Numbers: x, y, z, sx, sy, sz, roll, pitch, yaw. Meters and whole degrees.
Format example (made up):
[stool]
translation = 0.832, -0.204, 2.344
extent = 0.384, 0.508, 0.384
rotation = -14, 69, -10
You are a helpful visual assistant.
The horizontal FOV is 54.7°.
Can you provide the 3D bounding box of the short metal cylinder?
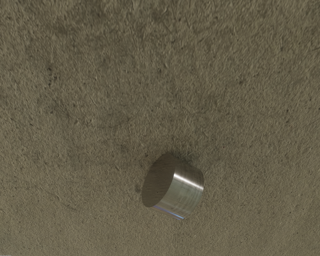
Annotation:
[short metal cylinder]
translation = 0.017, 0.083, 0.442
extent = 0.050, 0.080, 0.080
rotation = 29, 124, -23
